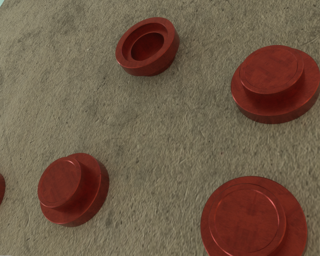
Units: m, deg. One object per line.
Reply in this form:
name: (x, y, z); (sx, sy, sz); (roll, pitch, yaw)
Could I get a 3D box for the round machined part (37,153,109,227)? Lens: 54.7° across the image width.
round machined part: (-0.120, 0.077, 0.409); (0.098, 0.042, 0.098); (-13, 56, 21)

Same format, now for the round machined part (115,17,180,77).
round machined part: (-0.015, -0.118, 0.474); (0.098, 0.042, 0.098); (-13, 56, 21)

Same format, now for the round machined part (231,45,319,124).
round machined part: (0.131, -0.057, 0.359); (0.098, 0.042, 0.098); (-13, 56, 21)

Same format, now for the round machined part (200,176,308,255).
round machined part: (0.085, 0.091, 0.292); (0.098, 0.042, 0.098); (-13, 56, 21)

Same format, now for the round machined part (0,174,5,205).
round machined part: (-0.297, 0.106, 0.484); (0.098, 0.042, 0.098); (-13, 56, 21)
